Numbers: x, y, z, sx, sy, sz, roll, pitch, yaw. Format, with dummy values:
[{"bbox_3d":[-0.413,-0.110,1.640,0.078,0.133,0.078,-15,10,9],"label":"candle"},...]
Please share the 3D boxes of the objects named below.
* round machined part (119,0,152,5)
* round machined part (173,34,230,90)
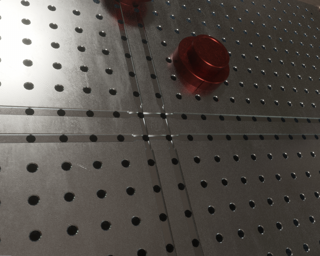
[{"bbox_3d":[-0.050,-0.248,0.523,0.099,0.042,0.098,14,56,-21],"label":"round machined part"},{"bbox_3d":[0.074,-0.114,0.509,0.099,0.042,0.098,14,56,-21],"label":"round machined part"}]
